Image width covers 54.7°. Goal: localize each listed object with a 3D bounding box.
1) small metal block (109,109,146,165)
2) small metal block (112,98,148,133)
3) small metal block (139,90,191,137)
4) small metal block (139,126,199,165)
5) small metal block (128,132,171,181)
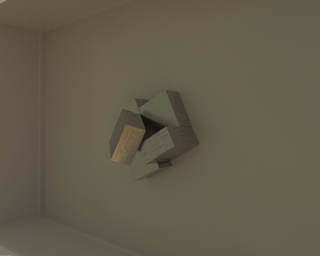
[{"bbox_3d":[-0.042,0.010,0.389,0.050,0.025,0.050,-115,46,-63],"label":"small metal block"},{"bbox_3d":[-0.035,-0.007,0.432,0.050,0.025,0.050,-31,71,35],"label":"small metal block"},{"bbox_3d":[0.005,-0.014,0.399,0.050,0.025,0.050,-31,71,35],"label":"small metal block"},{"bbox_3d":[0.010,0.021,0.378,0.050,0.050,0.025,-34,69,34],"label":"small metal block"},{"bbox_3d":[-0.019,0.038,0.418,0.050,0.025,0.050,-31,71,35],"label":"small metal block"}]
